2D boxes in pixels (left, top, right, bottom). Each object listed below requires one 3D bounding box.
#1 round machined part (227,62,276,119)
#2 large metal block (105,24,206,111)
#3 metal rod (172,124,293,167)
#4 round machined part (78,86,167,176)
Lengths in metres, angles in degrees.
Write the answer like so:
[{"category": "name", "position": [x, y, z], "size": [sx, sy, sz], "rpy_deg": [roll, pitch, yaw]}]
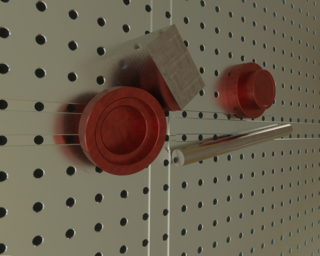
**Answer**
[{"category": "round machined part", "position": [0.163, -0.065, 0.534], "size": [0.099, 0.042, 0.097], "rpy_deg": [0, 90, -40]}, {"category": "large metal block", "position": [-0.006, -0.066, 0.368], "size": [0.050, 0.080, 0.080], "rpy_deg": [-46, 118, -30]}, {"category": "metal rod", "position": [0.140, 0.022, 0.526], "size": [0.302, 0.025, 0.025], "rpy_deg": [-10, 96, -40]}, {"category": "round machined part", "position": [-0.045, 0.001, 0.353], "size": [0.099, 0.042, 0.097], "rpy_deg": [-7, 103, -32]}]
